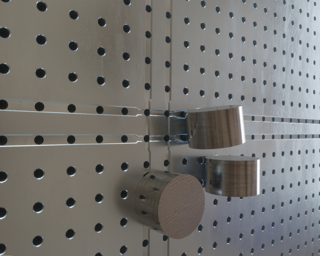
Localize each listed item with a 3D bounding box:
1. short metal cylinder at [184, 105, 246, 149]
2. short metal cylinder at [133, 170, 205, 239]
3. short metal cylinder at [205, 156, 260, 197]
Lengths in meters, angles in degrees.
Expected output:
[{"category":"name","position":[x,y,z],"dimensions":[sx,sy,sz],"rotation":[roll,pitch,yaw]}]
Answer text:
[{"category":"short metal cylinder","position":[0.077,-0.003,0.438],"dimensions":[0.081,0.080,0.050],"rotation":[-12,98,-39]},{"category":"short metal cylinder","position":[0.013,0.097,0.403],"dimensions":[0.081,0.050,0.079],"rotation":[0,90,-40]},{"category":"short metal cylinder","position":[0.108,0.069,0.463],"dimensions":[0.081,0.080,0.050],"rotation":[0,90,-40]}]
